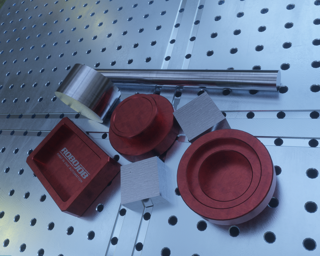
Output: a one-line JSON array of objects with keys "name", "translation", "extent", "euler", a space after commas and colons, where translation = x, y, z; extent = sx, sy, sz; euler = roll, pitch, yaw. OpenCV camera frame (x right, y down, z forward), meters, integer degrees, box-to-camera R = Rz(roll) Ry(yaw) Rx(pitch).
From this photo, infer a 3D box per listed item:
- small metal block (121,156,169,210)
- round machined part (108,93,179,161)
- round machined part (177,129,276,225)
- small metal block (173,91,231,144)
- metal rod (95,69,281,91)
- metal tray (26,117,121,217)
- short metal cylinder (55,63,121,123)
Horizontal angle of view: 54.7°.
[{"name": "small metal block", "translation": [-0.020, 0.068, 0.377], "extent": [0.050, 0.025, 0.050], "euler": [-18, 55, 18]}, {"name": "round machined part", "translation": [-0.027, -0.007, 0.415], "extent": [0.098, 0.042, 0.098], "euler": [-14, 53, 19]}, {"name": "round machined part", "translation": [0.071, 0.053, 0.327], "extent": [0.098, 0.042, 0.098], "euler": [-13, 56, 21]}, {"name": "small metal block", "translation": [0.051, -0.010, 0.388], "extent": [0.050, 0.025, 0.050], "euler": [-33, 51, 6]}, {"name": "metal rod", "translation": [0.013, -0.072, 0.445], "extent": [0.300, 0.025, 0.025], "euler": [7, 65, 31]}, {"name": "metal tray", "translation": [-0.126, 0.050, 0.440], "extent": [0.090, 0.030, 0.130], "euler": [-50, 51, -7]}, {"name": "short metal cylinder", "translation": [-0.106, -0.050, 0.460], "extent": [0.080, 0.080, 0.050], "euler": [19, 72, 35]}]
